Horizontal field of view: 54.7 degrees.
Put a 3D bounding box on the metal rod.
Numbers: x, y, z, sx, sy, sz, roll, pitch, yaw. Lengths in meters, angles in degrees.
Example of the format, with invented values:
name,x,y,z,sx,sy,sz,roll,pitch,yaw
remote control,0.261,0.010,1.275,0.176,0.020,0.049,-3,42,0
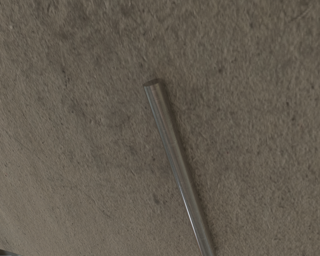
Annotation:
name,x,y,z,sx,sy,sz,roll,pitch,yaw
metal rod,0.035,0.075,0.433,0.025,0.025,0.298,-5,116,30
